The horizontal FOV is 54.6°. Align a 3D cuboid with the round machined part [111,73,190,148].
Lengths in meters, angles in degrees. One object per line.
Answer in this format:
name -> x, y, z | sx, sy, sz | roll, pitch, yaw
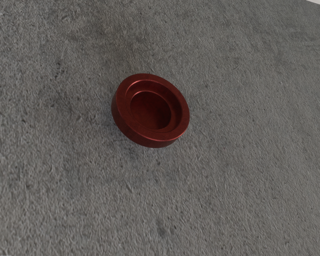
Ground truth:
round machined part -> -0.015, -0.018, 0.395 | 0.099, 0.042, 0.098 | 13, 56, -21
